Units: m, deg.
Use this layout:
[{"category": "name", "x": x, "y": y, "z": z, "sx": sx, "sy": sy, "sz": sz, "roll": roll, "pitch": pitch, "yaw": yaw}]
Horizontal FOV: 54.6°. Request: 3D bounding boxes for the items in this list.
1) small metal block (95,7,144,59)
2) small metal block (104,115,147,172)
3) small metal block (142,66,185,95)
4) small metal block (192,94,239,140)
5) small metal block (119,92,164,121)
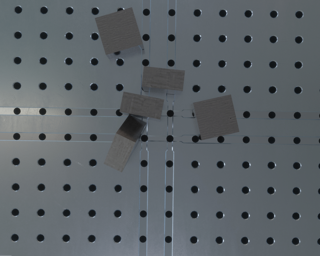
[{"category": "small metal block", "x": -0.053, "y": -0.125, "z": 0.413, "sx": 0.050, "sy": 0.025, "sz": 0.050, "roll": -17, "pitch": 90, "yaw": 0}, {"category": "small metal block", "x": -0.043, "y": 0.019, "z": 0.391, "sx": 0.025, "sy": 0.050, "sz": 0.050, "roll": 26, "pitch": 121, "yaw": 0}, {"category": "small metal block", "x": 0.004, "y": -0.060, "z": 0.401, "sx": 0.050, "sy": 0.050, "sz": 0.025, "roll": 6, "pitch": 90, "yaw": 0}, {"category": "small metal block", "x": 0.073, "y": -0.014, "z": 0.414, "sx": 0.050, "sy": 0.025, "sz": 0.050, "roll": -13, "pitch": 90, "yaw": 0}, {"category": "small metal block", "x": -0.022, "y": -0.026, "z": 0.400, "sx": 0.050, "sy": 0.050, "sz": 0.025, "roll": 11, "pitch": 88, "yaw": 0}]
